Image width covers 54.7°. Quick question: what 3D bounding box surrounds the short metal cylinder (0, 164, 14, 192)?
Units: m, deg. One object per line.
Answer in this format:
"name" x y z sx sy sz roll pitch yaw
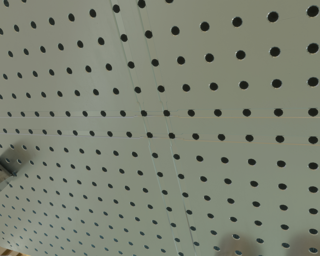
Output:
"short metal cylinder" -0.349 0.109 0.627 0.050 0.080 0.080 44 129 -2
